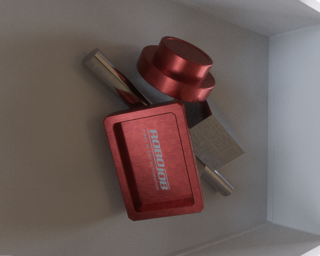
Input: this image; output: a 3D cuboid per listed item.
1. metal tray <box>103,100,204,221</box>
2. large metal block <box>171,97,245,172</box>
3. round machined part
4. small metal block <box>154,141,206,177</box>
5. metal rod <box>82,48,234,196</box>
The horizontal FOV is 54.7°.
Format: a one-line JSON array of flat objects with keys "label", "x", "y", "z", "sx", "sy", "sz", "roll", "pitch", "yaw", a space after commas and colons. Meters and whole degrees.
[{"label": "metal tray", "x": -0.005, "y": 0.039, "z": 0.362, "sx": 0.030, "sy": 0.090, "sz": 0.129, "roll": -58, "pitch": 137, "yaw": -75}, {"label": "large metal block", "x": 0.061, "y": -0.002, "z": 0.416, "sx": 0.080, "sy": 0.050, "sz": 0.080, "roll": 44, "pitch": 21, "yaw": -31}, {"label": "round machined part", "x": 0.025, "y": -0.076, "z": 0.377, "sx": 0.099, "sy": 0.098, "sz": 0.042, "roll": -3, "pitch": 132, "yaw": -40}, {"label": "small metal block", "x": 0.025, "y": 0.042, "z": 0.411, "sx": 0.050, "sy": 0.050, "sz": 0.025, "roll": 46, "pitch": 63, "yaw": -31}, {"label": "metal rod", "x": 0.015, "y": 0.010, "z": 0.419, "sx": 0.300, "sy": 0.025, "sz": 0.025, "roll": 44, "pitch": 63, "yaw": -31}]
